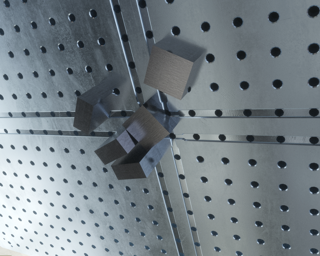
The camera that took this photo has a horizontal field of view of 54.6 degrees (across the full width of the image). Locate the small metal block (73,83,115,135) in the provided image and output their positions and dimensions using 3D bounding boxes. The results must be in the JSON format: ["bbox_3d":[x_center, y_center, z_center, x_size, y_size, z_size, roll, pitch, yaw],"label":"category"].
[{"bbox_3d":[-0.091,-0.027,0.427,0.025,0.050,0.050,28,128,10],"label":"small metal block"}]

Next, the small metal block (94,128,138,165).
[{"bbox_3d":[-0.057,0.021,0.439,0.050,0.050,0.025,-28,103,37],"label":"small metal block"}]

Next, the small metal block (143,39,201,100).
[{"bbox_3d":[0.013,-0.068,0.363,0.050,0.025,0.050,26,128,12],"label":"small metal block"}]

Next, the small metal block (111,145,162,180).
[{"bbox_3d":[-0.033,0.048,0.442,0.050,0.050,0.025,-10,113,32],"label":"small metal block"}]

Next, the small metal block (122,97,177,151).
[{"bbox_3d":[-0.014,-0.005,0.417,0.050,0.025,0.050,46,129,-5],"label":"small metal block"}]
